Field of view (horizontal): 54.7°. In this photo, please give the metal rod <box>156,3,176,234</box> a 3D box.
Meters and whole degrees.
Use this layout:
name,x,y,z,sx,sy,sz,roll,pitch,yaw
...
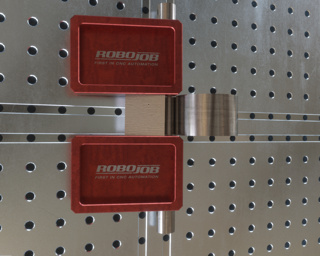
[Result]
name,x,y,z,sx,sy,sz,roll,pitch,yaw
metal rod,0.008,-0.013,0.411,0.025,0.025,0.298,0,90,-20

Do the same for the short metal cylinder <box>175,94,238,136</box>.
name,x,y,z,sx,sy,sz,roll,pitch,yaw
short metal cylinder,0.060,-0.016,0.402,0.081,0.080,0.050,0,90,-20

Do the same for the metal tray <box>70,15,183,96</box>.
name,x,y,z,sx,sy,sz,roll,pitch,yaw
metal tray,-0.040,-0.085,0.377,0.131,0.030,0.089,0,90,-8

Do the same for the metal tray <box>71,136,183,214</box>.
name,x,y,z,sx,sy,sz,roll,pitch,yaw
metal tray,-0.039,0.054,0.377,0.131,0.030,0.089,0,90,-8

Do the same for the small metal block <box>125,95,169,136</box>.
name,x,y,z,sx,sy,sz,roll,pitch,yaw
small metal block,-0.016,-0.016,0.392,0.050,0.025,0.050,1,90,11
